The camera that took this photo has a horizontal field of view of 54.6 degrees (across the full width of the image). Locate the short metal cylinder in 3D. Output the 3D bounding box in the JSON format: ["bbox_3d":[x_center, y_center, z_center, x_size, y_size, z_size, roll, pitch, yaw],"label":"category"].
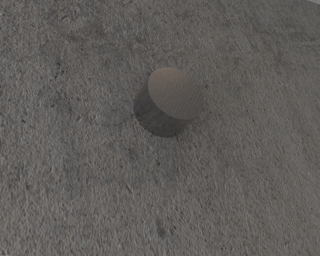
[{"bbox_3d":[0.011,-0.034,0.414,0.081,0.050,0.080,13,56,-21],"label":"short metal cylinder"}]
